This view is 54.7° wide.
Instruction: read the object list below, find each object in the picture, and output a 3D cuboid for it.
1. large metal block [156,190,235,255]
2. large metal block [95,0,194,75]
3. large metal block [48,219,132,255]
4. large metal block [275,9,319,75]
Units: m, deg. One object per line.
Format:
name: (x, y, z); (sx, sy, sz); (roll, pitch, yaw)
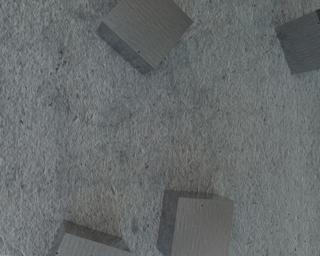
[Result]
large metal block: (0.046, 0.129, 0.413); (0.081, 0.050, 0.080); (9, 87, -20)
large metal block: (-0.020, -0.126, 0.388); (0.080, 0.050, 0.080); (41, 77, -16)
large metal block: (-0.091, 0.164, 0.363); (0.080, 0.050, 0.080); (25, 82, -18)
large metal block: (0.232, -0.132, 0.465); (0.050, 0.080, 0.080); (-27, 99, -18)
